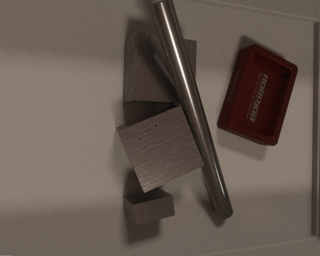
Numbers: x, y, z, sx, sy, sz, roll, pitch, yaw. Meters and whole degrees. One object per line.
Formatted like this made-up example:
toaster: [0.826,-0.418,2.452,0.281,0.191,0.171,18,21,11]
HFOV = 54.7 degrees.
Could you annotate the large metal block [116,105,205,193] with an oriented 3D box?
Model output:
large metal block: [-0.002,0.023,0.391,0.080,0.050,0.080,-23,98,-9]

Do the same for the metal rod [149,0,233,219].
metal rod: [0.047,-0.004,0.384,0.025,0.025,0.298,-29,117,-18]

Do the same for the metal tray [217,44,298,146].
metal tray: [0.147,-0.047,0.463,0.091,0.030,0.129,20,83,-19]

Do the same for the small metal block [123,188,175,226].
small metal block: [-0.015,0.098,0.393,0.050,0.050,0.025,-9,93,-20]

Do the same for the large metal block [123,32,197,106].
large metal block: [-0.001,-0.071,0.398,0.081,0.050,0.079,2,89,-21]
